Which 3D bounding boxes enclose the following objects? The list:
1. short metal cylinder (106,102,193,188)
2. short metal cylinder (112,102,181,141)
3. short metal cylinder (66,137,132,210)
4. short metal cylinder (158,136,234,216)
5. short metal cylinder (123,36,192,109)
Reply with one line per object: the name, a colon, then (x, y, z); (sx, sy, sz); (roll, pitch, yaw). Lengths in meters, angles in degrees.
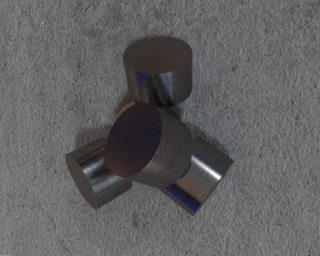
short metal cylinder: (-0.012, 0.019, 0.330); (0.080, 0.050, 0.080); (-21, 56, 36)
short metal cylinder: (-0.015, 0.006, 0.402); (0.080, 0.050, 0.080); (0, 89, 19)
short metal cylinder: (-0.080, 0.058, 0.403); (0.080, 0.050, 0.079); (38, 144, 36)
short metal cylinder: (0.043, 0.056, 0.366); (0.050, 0.080, 0.080); (36, 102, 16)
short metal cylinder: (-0.001, -0.068, 0.375); (0.080, 0.080, 0.050); (15, 138, 19)
